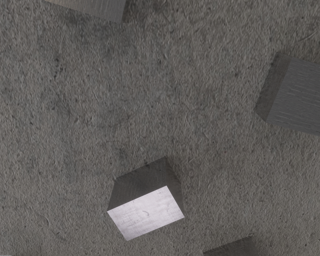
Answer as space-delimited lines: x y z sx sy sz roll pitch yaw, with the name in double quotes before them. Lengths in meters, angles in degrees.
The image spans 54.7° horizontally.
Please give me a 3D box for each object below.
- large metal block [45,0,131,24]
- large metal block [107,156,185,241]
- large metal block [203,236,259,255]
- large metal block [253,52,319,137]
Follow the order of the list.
"large metal block" -0.069 -0.166 0.335 0.080 0.050 0.079 16 109 -6
"large metal block" -0.017 0.091 0.414 0.080 0.080 0.050 -25 108 9
"large metal block" 0.122 0.227 0.481 0.080 0.050 0.080 -23 109 8
"large metal block" 0.175 -0.041 0.383 0.080 0.050 0.079 14 110 -6
